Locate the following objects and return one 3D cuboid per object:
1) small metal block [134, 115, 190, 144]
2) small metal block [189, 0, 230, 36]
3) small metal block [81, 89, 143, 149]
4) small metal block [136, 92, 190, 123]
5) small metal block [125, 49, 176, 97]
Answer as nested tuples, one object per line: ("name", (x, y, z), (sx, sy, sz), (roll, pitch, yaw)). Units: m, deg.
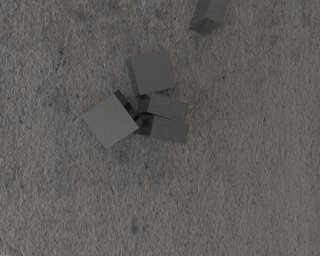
("small metal block", (0.001, 0.002, 0.393), (0.050, 0.050, 0.025), (14, 86, -27))
("small metal block", (0.068, -0.160, 0.420), (0.025, 0.050, 0.050), (20, 83, -19))
("small metal block", (-0.058, -0.011, 0.376), (0.050, 0.025, 0.050), (-32, 102, 15))
("small metal block", (0.002, -0.025, 0.396), (0.050, 0.050, 0.025), (16, 85, -20))
("small metal block", (-0.012, -0.071, 0.404), (0.050, 0.025, 0.050), (-16, 95, -19))
